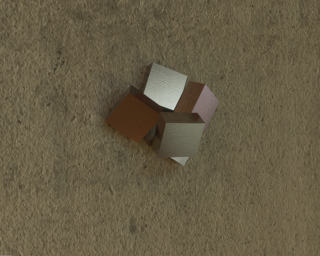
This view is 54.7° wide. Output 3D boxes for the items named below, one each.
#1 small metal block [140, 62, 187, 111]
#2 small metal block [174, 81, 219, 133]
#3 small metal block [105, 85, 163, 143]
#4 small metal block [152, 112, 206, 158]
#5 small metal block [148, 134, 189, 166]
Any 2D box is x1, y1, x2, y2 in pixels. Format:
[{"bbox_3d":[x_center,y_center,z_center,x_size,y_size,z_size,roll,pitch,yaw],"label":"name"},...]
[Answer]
[{"bbox_3d":[0.003,-0.053,0.413,0.050,0.025,0.050,18,84,-20],"label":"small metal block"},{"bbox_3d":[0.050,-0.028,0.418,0.050,0.025,0.050,38,75,-51],"label":"small metal block"},{"bbox_3d":[-0.032,-0.017,0.387,0.050,0.025,0.050,35,114,-18],"label":"small metal block"},{"bbox_3d":[0.022,0.009,0.381,0.050,0.025,0.050,0,123,-20],"label":"small metal block"},{"bbox_3d":[0.020,0.016,0.419,0.050,0.025,0.050,34,79,-17],"label":"small metal block"}]
